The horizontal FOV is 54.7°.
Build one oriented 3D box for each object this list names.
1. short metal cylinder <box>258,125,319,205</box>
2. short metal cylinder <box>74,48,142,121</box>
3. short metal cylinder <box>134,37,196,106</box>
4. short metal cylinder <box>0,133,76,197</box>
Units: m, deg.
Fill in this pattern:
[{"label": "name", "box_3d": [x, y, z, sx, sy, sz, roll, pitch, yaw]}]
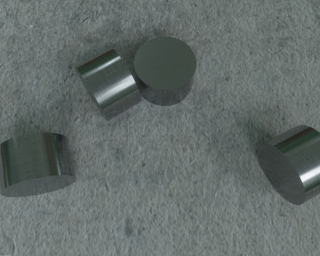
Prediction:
[{"label": "short metal cylinder", "box_3d": [0.162, 0.043, 0.365, 0.050, 0.080, 0.080, -26, 72, -9]}, {"label": "short metal cylinder", "box_3d": [-0.067, -0.056, 0.398, 0.050, 0.080, 0.080, -32, 73, -11]}, {"label": "short metal cylinder", "box_3d": [0.007, -0.076, 0.423, 0.081, 0.050, 0.080, 0, 70, 0]}, {"label": "short metal cylinder", "box_3d": [-0.143, 0.044, 0.361, 0.081, 0.080, 0.050, -15, 71, -6]}]
